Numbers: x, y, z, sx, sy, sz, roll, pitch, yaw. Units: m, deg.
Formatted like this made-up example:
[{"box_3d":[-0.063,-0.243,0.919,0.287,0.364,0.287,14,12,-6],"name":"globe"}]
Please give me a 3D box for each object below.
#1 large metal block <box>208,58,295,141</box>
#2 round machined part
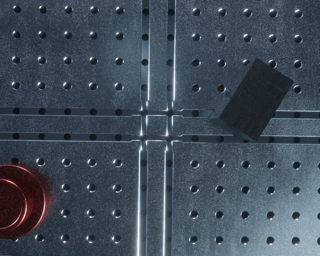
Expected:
[{"box_3d":[0.108,-0.032,0.386,0.050,0.080,0.080,32,90,0],"name":"large metal block"},{"box_3d":[-0.199,0.097,0.403,0.099,0.042,0.097,0,90,0],"name":"round machined part"}]
